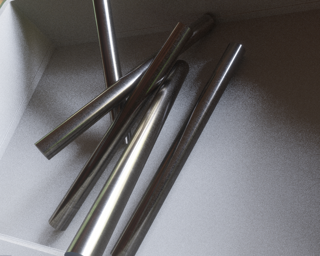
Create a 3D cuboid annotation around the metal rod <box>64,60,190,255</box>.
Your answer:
[{"bbox_3d":[-0.014,0.005,0.333,0.025,0.025,0.301,-5,35,25],"label":"metal rod"}]

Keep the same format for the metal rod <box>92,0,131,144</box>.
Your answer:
[{"bbox_3d":[-0.073,-0.125,0.429,0.025,0.025,0.298,-11,86,22],"label":"metal rod"}]

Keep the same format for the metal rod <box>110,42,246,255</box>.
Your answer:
[{"bbox_3d":[0.030,0.018,0.377,0.025,0.025,0.300,20,72,35],"label":"metal rod"}]

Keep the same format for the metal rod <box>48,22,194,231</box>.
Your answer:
[{"bbox_3d":[-0.050,-0.001,0.394,0.025,0.025,0.299,34,91,38],"label":"metal rod"}]

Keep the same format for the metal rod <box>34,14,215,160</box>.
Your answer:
[{"bbox_3d":[-0.032,-0.066,0.410,0.301,0.025,0.025,-42,49,-22],"label":"metal rod"}]
